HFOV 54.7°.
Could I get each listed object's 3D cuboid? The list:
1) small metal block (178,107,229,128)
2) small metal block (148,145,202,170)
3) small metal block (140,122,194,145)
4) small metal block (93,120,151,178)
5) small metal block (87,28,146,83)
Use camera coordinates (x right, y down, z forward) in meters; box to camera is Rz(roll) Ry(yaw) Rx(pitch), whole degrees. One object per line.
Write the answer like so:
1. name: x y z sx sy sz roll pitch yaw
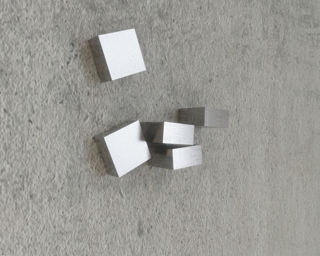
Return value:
1. small metal block: 0.062 -0.014 0.440 0.050 0.050 0.025 4 88 -40
2. small metal block: 0.019 0.036 0.404 0.050 0.050 0.025 -6 94 -40
3. small metal block: 0.007 0.007 0.394 0.050 0.050 0.025 6 87 -40
4. small metal block: -0.044 0.023 0.368 0.050 0.025 0.050 -29 108 -36
5. small metal block: -0.050 -0.085 0.363 0.050 0.025 0.050 -26 106 -37
